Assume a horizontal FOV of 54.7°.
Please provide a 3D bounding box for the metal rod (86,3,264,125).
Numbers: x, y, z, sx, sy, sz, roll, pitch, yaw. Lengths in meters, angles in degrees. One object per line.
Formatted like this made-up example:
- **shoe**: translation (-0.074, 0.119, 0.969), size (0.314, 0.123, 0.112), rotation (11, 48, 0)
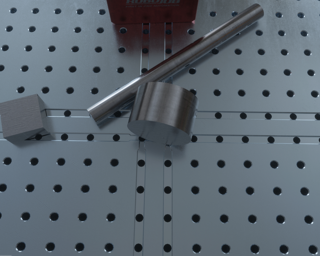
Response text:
- **metal rod**: translation (0.030, -0.098, 0.447), size (0.301, 0.025, 0.025), rotation (-34, 74, -12)

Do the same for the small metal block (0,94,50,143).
- **small metal block**: translation (-0.181, -0.013, 0.414), size (0.050, 0.025, 0.050), rotation (-15, 71, -6)

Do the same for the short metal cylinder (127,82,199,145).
- **short metal cylinder**: translation (0.005, -0.016, 0.388), size (0.080, 0.080, 0.050), rotation (12, 71, 4)

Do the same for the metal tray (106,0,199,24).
- **metal tray**: translation (-0.011, -0.193, 0.447), size (0.131, 0.090, 0.030), rotation (-2, 70, -1)
